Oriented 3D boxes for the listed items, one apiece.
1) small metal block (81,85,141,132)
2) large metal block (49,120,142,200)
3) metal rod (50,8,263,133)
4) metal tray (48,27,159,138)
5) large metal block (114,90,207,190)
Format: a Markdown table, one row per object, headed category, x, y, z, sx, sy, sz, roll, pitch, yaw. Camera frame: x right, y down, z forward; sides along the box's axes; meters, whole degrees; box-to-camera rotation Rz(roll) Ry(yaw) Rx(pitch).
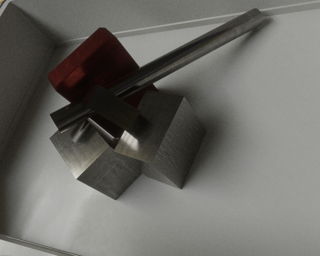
| category | x | y | z | sx | sy | sz | roll | pitch | yaw |
| --- | --- | --- | --- | --- | --- | --- | --- | --- | --- |
| small metal block | -0.055 | -0.023 | 0.334 | 0.025 | 0.050 | 0.050 | -59 | 21 | -4 |
| large metal block | -0.079 | 0.035 | 0.389 | 0.050 | 0.080 | 0.080 | -45 | 51 | -3 |
| metal rod | 0.007 | -0.079 | 0.390 | 0.302 | 0.025 | 0.025 | -30 | 50 | -14 |
| metal tray | -0.064 | -0.052 | 0.399 | 0.090 | 0.130 | 0.030 | -43 | 50 | 0 |
| large metal block | 0.005 | 0.014 | 0.357 | 0.050 | 0.080 | 0.080 | 14 | 69 | 33 |
